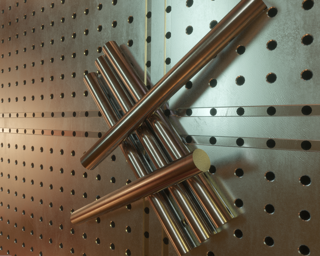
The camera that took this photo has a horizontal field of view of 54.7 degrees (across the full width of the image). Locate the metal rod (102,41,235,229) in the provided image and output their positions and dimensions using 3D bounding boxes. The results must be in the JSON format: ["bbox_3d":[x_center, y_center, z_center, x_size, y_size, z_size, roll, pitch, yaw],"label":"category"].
[{"bbox_3d":[-0.001,-0.008,0.408,0.025,0.025,0.299,-47,62,29],"label":"metal rod"}]

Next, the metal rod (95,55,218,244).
[{"bbox_3d":[-0.016,0.012,0.421,0.025,0.025,0.299,-46,63,30],"label":"metal rod"}]

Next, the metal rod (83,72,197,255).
[{"bbox_3d":[-0.038,0.035,0.439,0.025,0.025,0.299,-46,63,30],"label":"metal rod"}]

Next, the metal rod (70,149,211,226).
[{"bbox_3d":[-0.048,0.092,0.420,0.299,0.025,0.025,-33,70,43],"label":"metal rod"}]

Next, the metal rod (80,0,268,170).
[{"bbox_3d":[0.001,-0.043,0.380,0.299,0.025,0.025,-42,65,23],"label":"metal rod"}]
